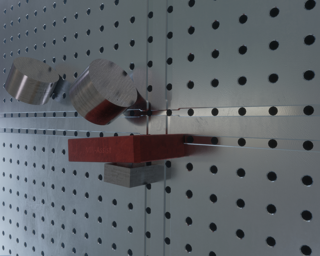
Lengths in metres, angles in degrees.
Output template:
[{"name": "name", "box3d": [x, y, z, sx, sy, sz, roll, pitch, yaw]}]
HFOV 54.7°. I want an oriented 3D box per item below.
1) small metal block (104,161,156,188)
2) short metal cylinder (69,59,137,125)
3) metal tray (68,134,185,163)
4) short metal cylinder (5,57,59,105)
[{"name": "small metal block", "box3d": [-0.041, 0.062, 0.427, 0.050, 0.050, 0.025, 4, 93, 40]}, {"name": "short metal cylinder", "box3d": [-0.080, -0.051, 0.439, 0.050, 0.081, 0.080, -37, 68, 34]}, {"name": "metal tray", "box3d": [-0.045, 0.026, 0.404, 0.130, 0.091, 0.030, -4, 88, 40]}, {"name": "short metal cylinder", "box3d": [-0.233, -0.086, 0.566, 0.080, 0.081, 0.050, 48, 119, 29]}]
